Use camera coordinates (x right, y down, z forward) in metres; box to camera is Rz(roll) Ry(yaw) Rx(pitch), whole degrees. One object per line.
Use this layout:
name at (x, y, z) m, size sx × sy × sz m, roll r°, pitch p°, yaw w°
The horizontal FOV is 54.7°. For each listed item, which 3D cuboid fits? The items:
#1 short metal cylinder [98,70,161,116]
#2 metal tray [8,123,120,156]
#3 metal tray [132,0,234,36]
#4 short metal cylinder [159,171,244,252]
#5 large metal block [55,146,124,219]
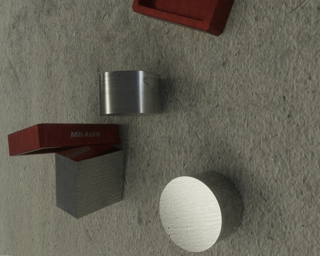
short metal cylinder at (-0.039, -0.042, 0.401) m, size 0.080 × 0.081 × 0.050 m, roll -2°, pitch 89°, yaw 40°
metal tray at (-0.134, 0.016, 0.447) m, size 0.090 × 0.131 × 0.030 m, roll -13°, pitch 82°, yaw 39°
metal tray at (0.030, -0.172, 0.376) m, size 0.130 × 0.030 × 0.089 m, roll 29°, pitch 108°, yaw 36°
short metal cylinder at (0.046, 0.092, 0.351) m, size 0.080 × 0.050 × 0.079 m, roll 0°, pitch 90°, yaw 40°
large metal block at (-0.100, 0.071, 0.445) m, size 0.050 × 0.081 × 0.079 m, roll 14°, pitch 107°, yaw 39°
